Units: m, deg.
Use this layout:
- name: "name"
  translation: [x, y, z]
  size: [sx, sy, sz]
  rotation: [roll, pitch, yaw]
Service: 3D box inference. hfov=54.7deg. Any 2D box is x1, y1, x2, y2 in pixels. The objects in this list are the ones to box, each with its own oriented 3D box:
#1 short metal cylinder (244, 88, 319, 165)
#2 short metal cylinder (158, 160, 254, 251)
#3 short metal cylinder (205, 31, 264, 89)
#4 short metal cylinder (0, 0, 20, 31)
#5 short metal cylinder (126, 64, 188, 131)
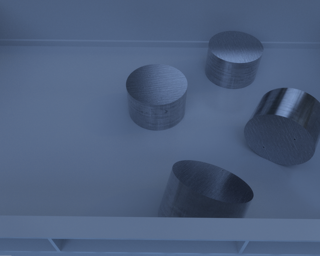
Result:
- name: "short metal cylinder"
  translation: [0.149, -0.001, 0.371]
  size: [0.080, 0.080, 0.050]
  rotation: [25, 55, 19]
- name: "short metal cylinder"
  translation: [0.044, 0.072, 0.304]
  size: [0.080, 0.050, 0.080]
  rotation: [15, 16, -4]
- name: "short metal cylinder"
  translation: [0.113, -0.106, 0.478]
  size: [0.080, 0.050, 0.080]
  rotation: [0, 50, 0]
- name: "short metal cylinder"
  translation: [-0.289, -0.213, 0.549]
  size: [0.050, 0.080, 0.080]
  rotation: [-5, 50, -4]
- name: "short metal cylinder"
  translation: [-0.004, -0.043, 0.425]
  size: [0.080, 0.050, 0.080]
  rotation: [0, 50, 0]
